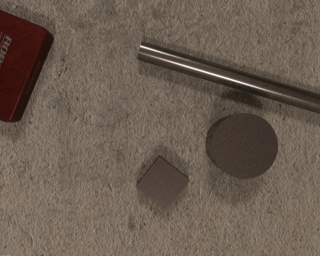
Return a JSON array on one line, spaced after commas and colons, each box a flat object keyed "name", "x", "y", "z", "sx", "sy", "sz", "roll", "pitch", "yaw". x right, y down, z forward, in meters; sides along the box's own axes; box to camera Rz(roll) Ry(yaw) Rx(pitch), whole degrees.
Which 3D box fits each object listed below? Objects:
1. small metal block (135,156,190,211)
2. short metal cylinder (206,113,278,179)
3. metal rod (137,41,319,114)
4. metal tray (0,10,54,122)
[{"name": "small metal block", "x": 0.004, "y": 0.072, "z": 0.410, "sx": 0.050, "sy": 0.025, "sz": 0.050, "roll": 38, "pitch": 90, "yaw": -1}, {"name": "short metal cylinder", "x": 0.103, "y": 0.022, "z": 0.399, "sx": 0.081, "sy": 0.050, "sz": 0.079, "roll": 0, "pitch": 90, "yaw": -1}, {"name": "metal rod", "x": 0.118, "y": -0.060, "z": 0.411, "sx": 0.302, "sy": 0.025, "sz": 0.025, "roll": 16, "pitch": 90, "yaw": -1}, {"name": "metal tray", "x": -0.208, "y": -0.082, "z": 0.405, "sx": 0.090, "sy": 0.030, "sz": 0.129, "roll": 22, "pitch": 90, "yaw": -1}]
